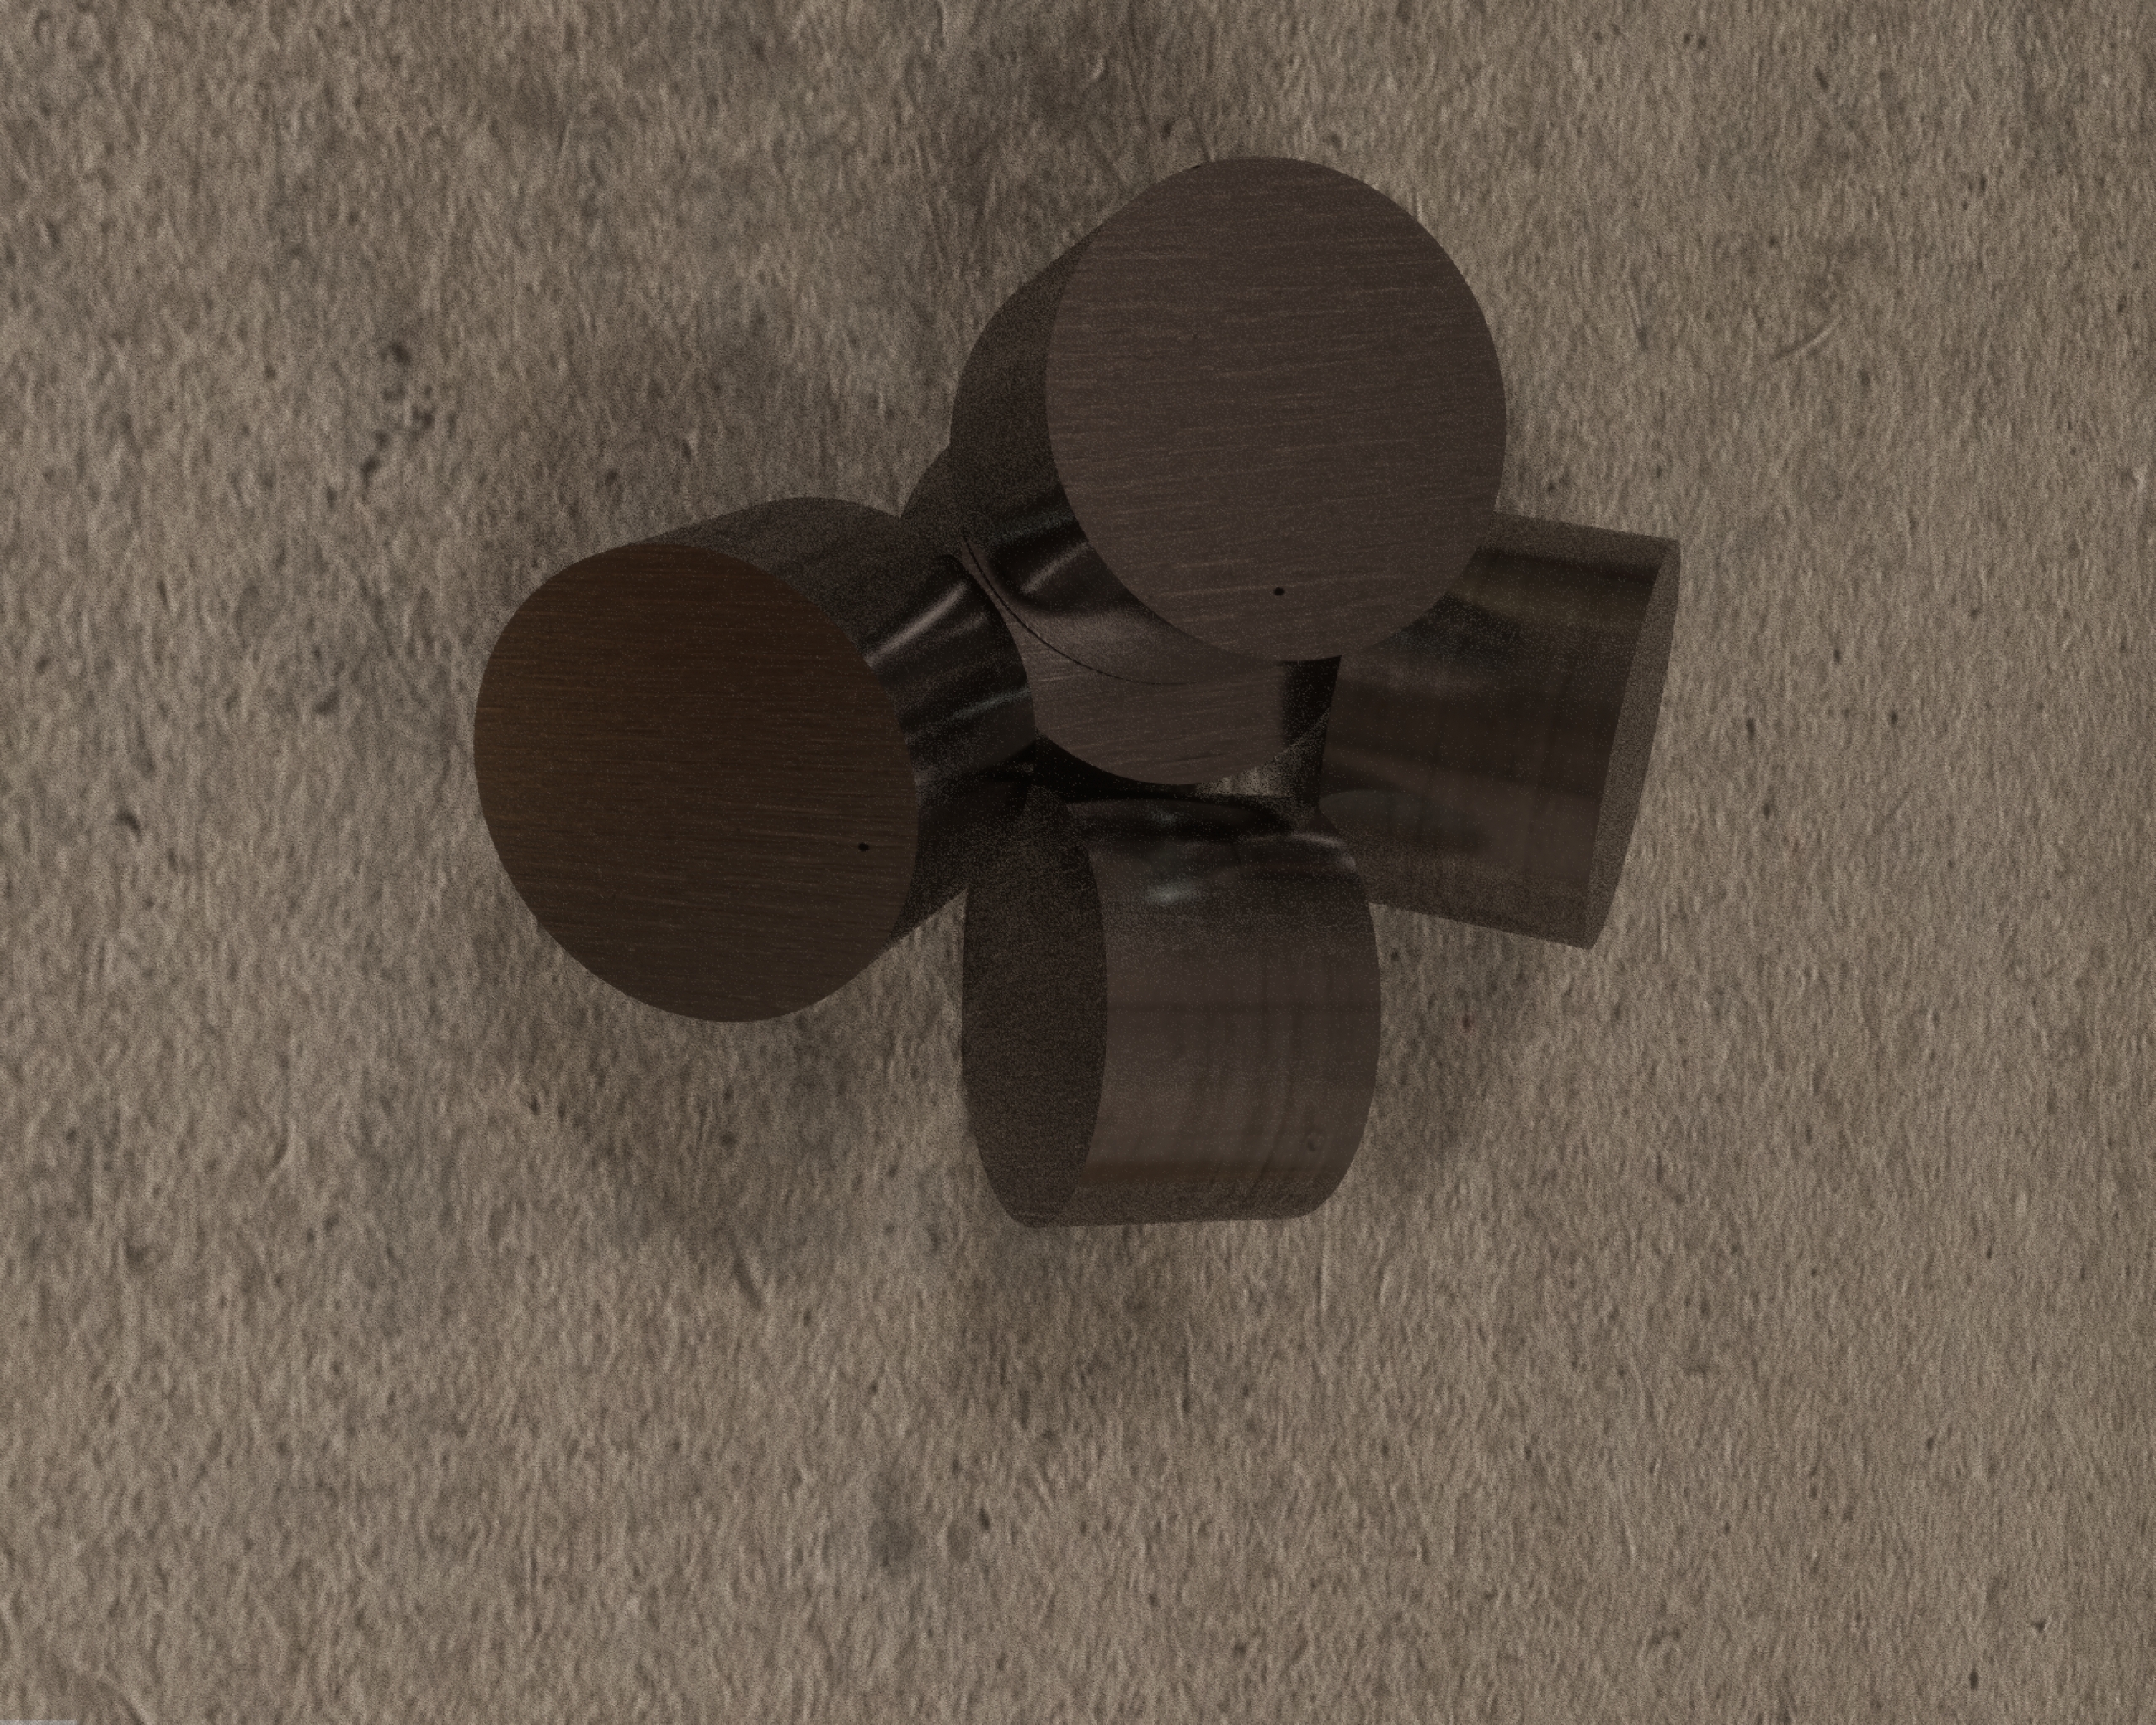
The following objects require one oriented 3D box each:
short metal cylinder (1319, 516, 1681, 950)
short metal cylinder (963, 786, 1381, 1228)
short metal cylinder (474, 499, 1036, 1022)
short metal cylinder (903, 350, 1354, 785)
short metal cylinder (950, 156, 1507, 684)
[{"bbox_3d":[0.083,-0.027,0.407,0.050,0.080,0.080,13,85,19],"label":"short metal cylinder"},{"bbox_3d":[0.015,0.027,0.386,0.050,0.080,0.079,2,90,-20],"label":"short metal cylinder"},{"bbox_3d":[-0.054,-0.019,0.356,0.080,0.050,0.079,6,110,19],"label":"short metal cylinder"},{"bbox_3d":[0.009,-0.054,0.401,0.081,0.050,0.079,0,90,-21],"label":"short metal cylinder"},{"bbox_3d":[0.024,-0.072,0.353,0.081,0.050,0.079,0,90,-21],"label":"short metal cylinder"}]
